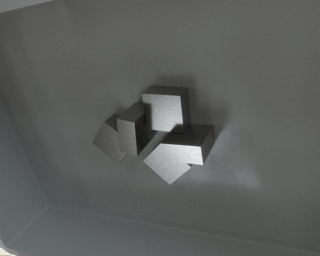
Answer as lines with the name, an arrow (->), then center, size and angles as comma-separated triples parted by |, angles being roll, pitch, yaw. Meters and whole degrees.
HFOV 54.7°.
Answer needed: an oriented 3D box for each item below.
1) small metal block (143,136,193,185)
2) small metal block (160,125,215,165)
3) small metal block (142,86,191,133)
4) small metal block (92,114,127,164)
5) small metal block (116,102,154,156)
small metal block -> 0.014, 0.042, 0.424 | 0.050, 0.025, 0.050 | 42, 129, -1
small metal block -> 0.035, 0.019, 0.381 | 0.050, 0.050, 0.025 | 3, 120, 26
small metal block -> 0.009, -0.023, 0.386 | 0.050, 0.025, 0.050 | 6, 121, 24
small metal block -> -0.063, 0.016, 0.448 | 0.050, 0.025, 0.050 | 39, 129, 1
small metal block -> -0.031, 0.000, 0.405 | 0.025, 0.050, 0.050 | 12, 123, 21
